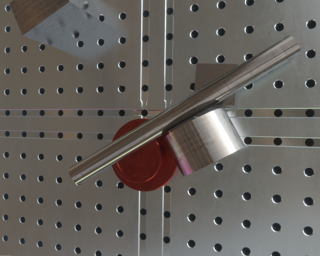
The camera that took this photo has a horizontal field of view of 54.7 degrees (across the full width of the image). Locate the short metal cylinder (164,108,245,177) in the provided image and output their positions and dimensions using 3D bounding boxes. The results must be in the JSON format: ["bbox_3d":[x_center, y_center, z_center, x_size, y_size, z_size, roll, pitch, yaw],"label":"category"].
[{"bbox_3d":[0.052,0.017,0.365,0.080,0.080,0.050,-29,81,17],"label":"short metal cylinder"}]

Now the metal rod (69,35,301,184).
[{"bbox_3d":[0.021,-0.016,0.366,0.300,0.025,0.025,-31,80,9],"label":"metal rod"}]

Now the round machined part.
[{"bbox_3d":[-0.023,0.036,0.411,0.098,0.042,0.097,0,90,19],"label":"round machined part"}]

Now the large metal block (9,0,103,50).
[{"bbox_3d":[-0.141,-0.160,0.432,0.080,0.080,0.050,-27,81,18],"label":"large metal block"}]

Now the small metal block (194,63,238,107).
[{"bbox_3d":[0.071,-0.053,0.387,0.050,0.025,0.050,5,92,19],"label":"small metal block"}]
